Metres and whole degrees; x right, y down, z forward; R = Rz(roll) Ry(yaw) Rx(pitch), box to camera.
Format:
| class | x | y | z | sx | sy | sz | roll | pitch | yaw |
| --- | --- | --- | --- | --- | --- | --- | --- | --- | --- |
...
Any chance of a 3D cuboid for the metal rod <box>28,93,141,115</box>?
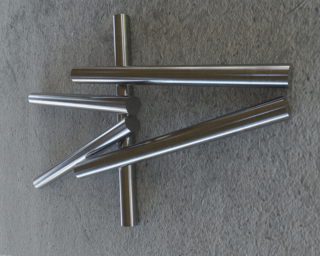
| class | x | y | z | sx | sy | sz | roll | pitch | yaw |
| --- | --- | --- | --- | --- | --- | --- | --- | --- | --- |
| metal rod | -0.139 | -0.043 | 0.500 | 0.300 | 0.025 | 0.025 | 8 | 95 | 45 |

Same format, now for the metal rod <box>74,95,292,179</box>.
| class | x | y | z | sx | sy | sz | roll | pitch | yaw |
| --- | --- | --- | --- | --- | --- | --- | --- | --- | --- |
| metal rod | 0.004 | 0.021 | 0.381 | 0.300 | 0.025 | 0.025 | -19 | 78 | 31 |

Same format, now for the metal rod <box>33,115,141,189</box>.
| class | x | y | z | sx | sy | sz | roll | pitch | yaw |
| --- | --- | --- | --- | --- | --- | --- | --- | --- | --- |
| metal rod | -0.133 | 0.050 | 0.495 | 0.299 | 0.025 | 0.025 | -29 | 72 | 41 |

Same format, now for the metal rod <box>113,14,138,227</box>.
| class | x | y | z | sx | sy | sz | roll | pitch | yaw |
| --- | --- | --- | --- | --- | --- | --- | --- | --- | --- |
| metal rod | -0.050 | -0.012 | 0.445 | 0.025 | 0.025 | 0.298 | -4 | 87 | 39 |

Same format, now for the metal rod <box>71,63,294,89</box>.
| class | x | y | z | sx | sy | sz | roll | pitch | yaw |
| --- | --- | --- | --- | --- | --- | --- | --- | --- | --- |
| metal rod | 0.002 | -0.065 | 0.382 | 0.300 | 0.025 | 0.025 | 6 | 94 | 33 |
